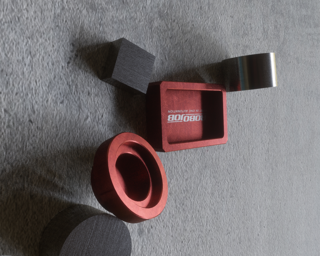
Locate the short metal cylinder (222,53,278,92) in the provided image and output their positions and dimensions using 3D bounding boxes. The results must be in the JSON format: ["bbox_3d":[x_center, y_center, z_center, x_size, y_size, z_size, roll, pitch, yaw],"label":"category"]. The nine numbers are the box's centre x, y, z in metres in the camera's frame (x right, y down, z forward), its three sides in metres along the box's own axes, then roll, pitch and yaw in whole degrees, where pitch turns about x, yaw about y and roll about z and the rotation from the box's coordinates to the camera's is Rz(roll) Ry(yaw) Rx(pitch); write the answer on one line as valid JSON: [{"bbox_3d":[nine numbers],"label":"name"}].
[{"bbox_3d":[0.140,-0.086,0.486,0.081,0.080,0.050,-12,98,-39],"label":"short metal cylinder"}]

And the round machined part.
[{"bbox_3d":[-0.038,0.057,0.345,0.098,0.042,0.098,39,37,-37],"label":"round machined part"}]

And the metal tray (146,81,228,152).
[{"bbox_3d":[0.041,-0.018,0.435,0.131,0.030,0.089,-4,93,-40],"label":"metal tray"}]

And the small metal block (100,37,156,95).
[{"bbox_3d":[-0.038,-0.072,0.373,0.050,0.025,0.050,22,76,-38],"label":"small metal block"}]

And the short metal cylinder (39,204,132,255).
[{"bbox_3d":[-0.077,0.125,0.324,0.081,0.050,0.080,0,90,-40],"label":"short metal cylinder"}]
